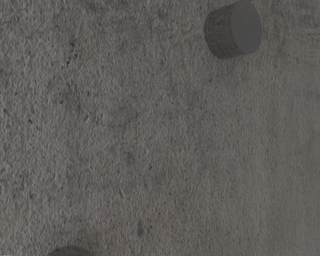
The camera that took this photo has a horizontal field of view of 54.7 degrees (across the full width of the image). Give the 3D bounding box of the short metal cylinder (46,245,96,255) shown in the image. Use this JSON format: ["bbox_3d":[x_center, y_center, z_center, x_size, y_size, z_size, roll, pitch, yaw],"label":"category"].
[{"bbox_3d":[-0.088,0.168,0.315,0.081,0.050,0.080,0,90,-40],"label":"short metal cylinder"}]

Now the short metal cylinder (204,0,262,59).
[{"bbox_3d":[0.115,-0.152,0.484,0.081,0.050,0.080,0,90,-40],"label":"short metal cylinder"}]
